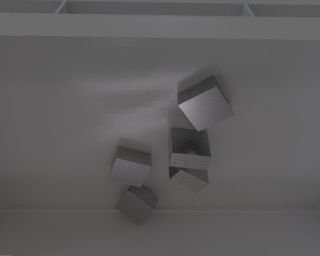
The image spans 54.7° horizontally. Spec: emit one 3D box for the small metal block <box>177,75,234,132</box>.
[{"bbox_3d":[0.056,-0.030,0.384,0.050,0.025,0.050,-26,126,20],"label":"small metal block"}]

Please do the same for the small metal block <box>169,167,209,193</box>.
[{"bbox_3d":[0.040,0.057,0.442,0.050,0.050,0.025,30,124,-23],"label":"small metal block"}]

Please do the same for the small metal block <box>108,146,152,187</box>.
[{"bbox_3d":[-0.044,0.058,0.458,0.050,0.025,0.050,15,129,-13],"label":"small metal block"}]

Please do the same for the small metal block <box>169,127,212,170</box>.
[{"bbox_3d":[0.038,0.027,0.416,0.050,0.050,0.025,7,130,-6],"label":"small metal block"}]

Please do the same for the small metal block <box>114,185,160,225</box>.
[{"bbox_3d":[-0.038,0.122,0.501,0.050,0.025,0.050,37,123,-2],"label":"small metal block"}]
